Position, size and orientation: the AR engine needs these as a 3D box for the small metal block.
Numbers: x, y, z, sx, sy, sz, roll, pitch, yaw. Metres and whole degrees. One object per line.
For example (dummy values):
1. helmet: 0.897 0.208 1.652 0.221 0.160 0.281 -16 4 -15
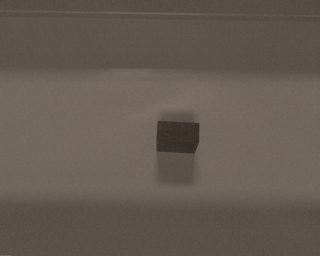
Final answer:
1. small metal block: 0.022 0.013 0.392 0.050 0.050 0.025 3 70 1
